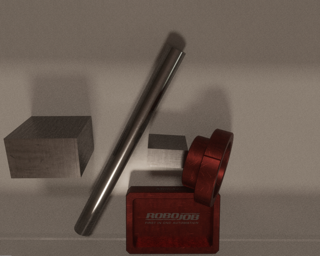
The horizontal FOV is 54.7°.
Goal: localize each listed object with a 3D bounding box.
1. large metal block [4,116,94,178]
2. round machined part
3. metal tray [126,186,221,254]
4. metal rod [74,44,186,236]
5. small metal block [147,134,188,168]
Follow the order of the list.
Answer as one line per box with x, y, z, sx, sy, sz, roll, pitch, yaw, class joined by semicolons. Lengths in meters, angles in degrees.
-0.132;0.021;0.388;0.081;0.080;0.050;0;110;0;large metal block
0.059;0.047;0.395;0.042;0.098;0.097;16;111;18;round machined part
0.018;0.131;0.445;0.131;0.030;0.089;0;95;-1;metal tray
-0.048;0.028;0.421;0.025;0.025;0.298;26;108;-10;metal rod
0.009;0.030;0.409;0.050;0.050;0.025;3;110;-2;small metal block
